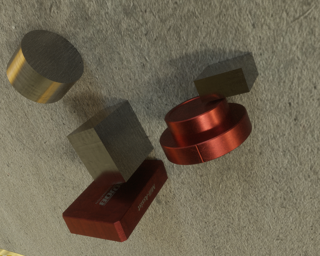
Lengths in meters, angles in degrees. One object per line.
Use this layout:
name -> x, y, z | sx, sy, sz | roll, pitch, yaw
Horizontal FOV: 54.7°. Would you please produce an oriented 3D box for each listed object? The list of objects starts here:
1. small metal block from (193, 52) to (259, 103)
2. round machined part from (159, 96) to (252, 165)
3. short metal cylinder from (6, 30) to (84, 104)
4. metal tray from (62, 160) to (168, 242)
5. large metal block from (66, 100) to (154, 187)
small metal block -> 0.070, -0.053, 0.322 | 0.050, 0.050, 0.025 | -11, 113, 33
round machined part -> 0.044, -0.005, 0.333 | 0.098, 0.098, 0.042 | -12, 112, 33
short metal cylinder -> -0.147, -0.078, 0.400 | 0.080, 0.080, 0.050 | 49, 129, -7
metal tray -> -0.056, 0.091, 0.425 | 0.090, 0.131, 0.030 | -2, 117, 29
large metal block -> -0.063, 0.020, 0.417 | 0.050, 0.080, 0.080 | -16, 110, 34
